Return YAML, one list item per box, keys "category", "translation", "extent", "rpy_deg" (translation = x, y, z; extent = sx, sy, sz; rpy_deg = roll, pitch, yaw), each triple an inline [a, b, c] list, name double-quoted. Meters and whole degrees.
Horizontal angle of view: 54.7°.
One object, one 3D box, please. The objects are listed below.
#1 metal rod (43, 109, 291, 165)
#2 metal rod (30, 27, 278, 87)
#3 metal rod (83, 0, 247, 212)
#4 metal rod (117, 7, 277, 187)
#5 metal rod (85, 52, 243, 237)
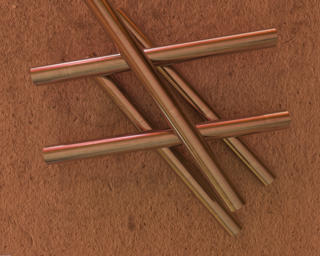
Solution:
- category: "metal rod"
  translation: [0.009, 0.011, 0.387]
  extent: [0.302, 0.025, 0.025]
  rpy_deg: [-9, 90, -1]
- category: "metal rod"
  translation: [-0.006, -0.089, 0.386]
  extent: [0.302, 0.025, 0.025]
  rpy_deg: [-10, 90, -1]
- category: "metal rod"
  translation: [0.006, -0.032, 0.361]
  extent: [0.025, 0.025, 0.299]
  rpy_deg: [-35, 91, 0]
- category: "metal rod"
  translation: [0.044, -0.040, 0.411]
  extent: [0.025, 0.025, 0.300]
  rpy_deg: [-43, 91, 0]
- category: "metal rod"
  translation: [0.003, 0.022, 0.410]
  extent: [0.025, 0.025, 0.300]
  rpy_deg: [-41, 91, 0]
